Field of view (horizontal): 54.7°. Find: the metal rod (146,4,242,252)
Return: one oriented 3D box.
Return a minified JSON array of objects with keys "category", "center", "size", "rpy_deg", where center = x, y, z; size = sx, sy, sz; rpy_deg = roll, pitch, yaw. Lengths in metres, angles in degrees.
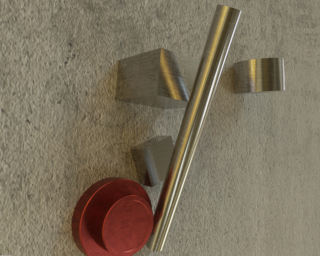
[{"category":"metal rod","center":[0.031,0.017,0.354],"size":[0.025,0.025,0.298],"rpy_deg":[-2,116,-40]}]

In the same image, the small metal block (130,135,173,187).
[{"category":"small metal block","center":[-0.006,0.042,0.402],"size":[0.050,0.025,0.050],"rpy_deg":[-24,105,-38]}]

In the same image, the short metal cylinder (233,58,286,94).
[{"category":"short metal cylinder","center":[0.162,-0.083,0.507],"size":[0.081,0.080,0.050],"rpy_deg":[-6,95,-40]}]

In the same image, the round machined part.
[{"category":"round machined part","center":[-0.046,0.108,0.357],"size":[0.099,0.042,0.097],"rpy_deg":[0,90,-40]}]

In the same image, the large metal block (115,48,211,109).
[{"category":"large metal block","center":[0.004,-0.054,0.374],"size":[0.081,0.080,0.050],"rpy_deg":[8,85,-40]}]
